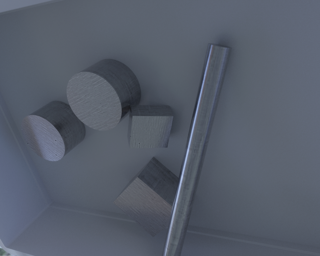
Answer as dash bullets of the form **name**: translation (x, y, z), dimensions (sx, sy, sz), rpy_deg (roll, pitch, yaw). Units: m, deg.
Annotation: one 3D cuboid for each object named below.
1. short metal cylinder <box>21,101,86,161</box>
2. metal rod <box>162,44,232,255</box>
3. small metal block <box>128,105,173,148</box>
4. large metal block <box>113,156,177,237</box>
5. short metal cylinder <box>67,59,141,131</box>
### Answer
- **short metal cylinder**: translation (-0.164, 0.004, 0.479), dimensions (0.080, 0.050, 0.079), rpy_deg (13, 124, 20)
- **metal rod**: translation (0.038, 0.051, 0.377), dimensions (0.025, 0.025, 0.298), rpy_deg (17, 112, 18)
- **small metal block**: translation (-0.014, -0.001, 0.398), dimensions (0.050, 0.025, 0.050), rpy_deg (0, 126, -14)
- **large metal block**: translation (-0.010, 0.103, 0.460), dimensions (0.080, 0.050, 0.080), rpy_deg (41, 129, 0)
- **short metal cylinder**: translation (-0.072, -0.043, 0.402), dimensions (0.080, 0.050, 0.079), rpy_deg (13, 124, 20)
